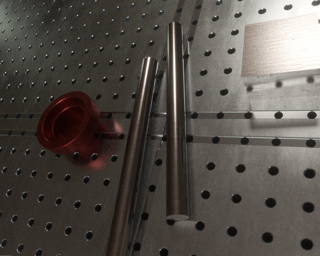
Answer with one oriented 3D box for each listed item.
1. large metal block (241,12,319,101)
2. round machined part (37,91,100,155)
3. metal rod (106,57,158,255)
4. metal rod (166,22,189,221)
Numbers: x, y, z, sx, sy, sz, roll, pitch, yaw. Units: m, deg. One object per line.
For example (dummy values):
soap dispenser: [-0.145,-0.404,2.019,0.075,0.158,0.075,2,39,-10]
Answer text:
large metal block: [0.144,-0.082,0.367,0.080,0.050,0.080,-3,60,26]
round machined part: [-0.132,-0.004,0.467,0.098,0.042,0.098,-13,56,20]
metal rod: [-0.033,0.030,0.405,0.025,0.025,0.299,-6,59,24]
metal rod: [0.021,-0.031,0.414,0.025,0.025,0.299,-13,56,21]
